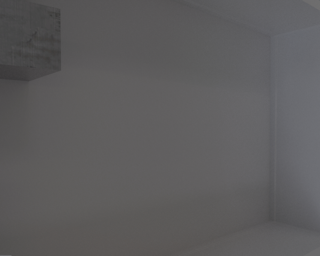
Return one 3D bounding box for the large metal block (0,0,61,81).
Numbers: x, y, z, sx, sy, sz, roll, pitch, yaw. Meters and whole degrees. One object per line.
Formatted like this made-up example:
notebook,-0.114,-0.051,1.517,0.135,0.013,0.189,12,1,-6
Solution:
large metal block,-0.137,-0.071,0.256,0.081,0.080,0.050,-1,91,-40
